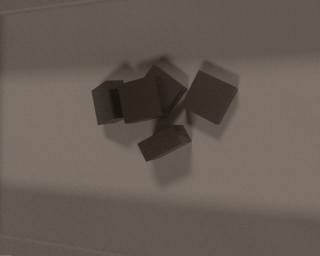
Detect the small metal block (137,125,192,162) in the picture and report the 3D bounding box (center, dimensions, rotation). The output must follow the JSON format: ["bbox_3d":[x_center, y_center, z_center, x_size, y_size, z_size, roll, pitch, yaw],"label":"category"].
[{"bbox_3d":[0.007,0.019,0.394,0.050,0.050,0.025,-29,81,17],"label":"small metal block"}]

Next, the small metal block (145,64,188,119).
[{"bbox_3d":[0.000,-0.048,0.410,0.050,0.025,0.050,40,102,15],"label":"small metal block"}]

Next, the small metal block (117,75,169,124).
[{"bbox_3d":[-0.021,-0.035,0.391,0.050,0.025,0.050,-13,86,19],"label":"small metal block"}]

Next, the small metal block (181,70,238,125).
[{"bbox_3d":[0.062,-0.038,0.388,0.050,0.025,0.050,29,99,17],"label":"small metal block"}]

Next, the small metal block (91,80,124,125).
[{"bbox_3d":[-0.068,-0.034,0.420,0.050,0.025,0.050,-17,83,55],"label":"small metal block"}]
